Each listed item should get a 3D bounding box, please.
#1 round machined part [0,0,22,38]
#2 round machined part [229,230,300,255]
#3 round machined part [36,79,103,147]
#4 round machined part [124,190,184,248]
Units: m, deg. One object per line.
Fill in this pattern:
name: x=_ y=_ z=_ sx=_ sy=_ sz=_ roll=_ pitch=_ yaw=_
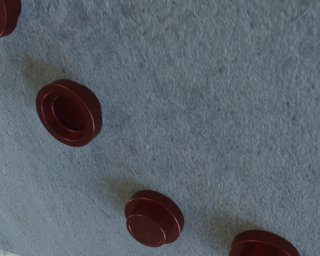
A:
round machined part: x=-0.224 y=-0.169 z=0.407 sx=0.098 sy=0.042 sz=0.097 roll=13 pitch=124 yaw=20
round machined part: x=0.146 y=0.197 z=0.440 sx=0.098 sy=0.042 sz=0.097 roll=13 pitch=124 yaw=20
round machined part: x=-0.124 y=-0.025 z=0.444 sx=0.098 sy=0.042 sz=0.097 roll=13 pitch=124 yaw=20
round machined part: x=-0.015 y=0.151 z=0.495 sx=0.098 sy=0.042 sz=0.097 roll=13 pitch=124 yaw=20
